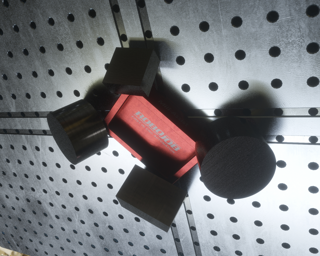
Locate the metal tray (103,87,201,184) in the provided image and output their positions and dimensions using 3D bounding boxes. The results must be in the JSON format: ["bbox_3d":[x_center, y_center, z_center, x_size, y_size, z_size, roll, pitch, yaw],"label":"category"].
[{"bbox_3d":[-0.006,0.007,0.415,0.130,0.030,0.090,41,129,-1],"label":"metal tray"}]

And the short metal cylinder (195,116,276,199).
[{"bbox_3d":[0.083,0.033,0.352,0.081,0.050,0.079,-1,116,-1],"label":"short metal cylinder"}]

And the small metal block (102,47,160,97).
[{"bbox_3d":[-0.033,-0.067,0.368,0.050,0.050,0.025,9,160,23],"label":"small metal block"}]

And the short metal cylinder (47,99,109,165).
[{"bbox_3d":[-0.117,0.005,0.441,0.080,0.050,0.079,37,143,35],"label":"short metal cylinder"}]

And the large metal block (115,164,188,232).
[{"bbox_3d":[-0.011,0.103,0.442,0.080,0.050,0.080,27,158,10],"label":"large metal block"}]
